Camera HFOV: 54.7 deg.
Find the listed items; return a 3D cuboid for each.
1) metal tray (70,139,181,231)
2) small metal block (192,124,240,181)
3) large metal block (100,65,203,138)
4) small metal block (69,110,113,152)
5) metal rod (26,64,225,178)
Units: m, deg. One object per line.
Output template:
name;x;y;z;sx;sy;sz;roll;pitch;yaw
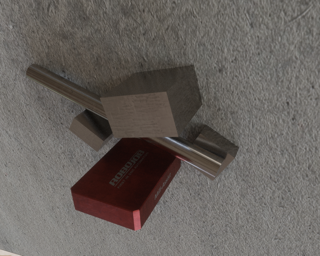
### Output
metal tray;-0.037;0.062;0.397;0.090;0.131;0.030;12;123;21
small metal block;0.063;0.031;0.394;0.050;0.025;0.050;36;129;4
large metal block;-0.006;-0.031;0.354;0.080;0.080;0.050;-2;118;29
small metal block;-0.089;-0.002;0.435;0.050;0.050;0.025;38;129;2
metal rod;-0.058;-0.017;0.409;0.301;0.025;0.025;27;128;17
